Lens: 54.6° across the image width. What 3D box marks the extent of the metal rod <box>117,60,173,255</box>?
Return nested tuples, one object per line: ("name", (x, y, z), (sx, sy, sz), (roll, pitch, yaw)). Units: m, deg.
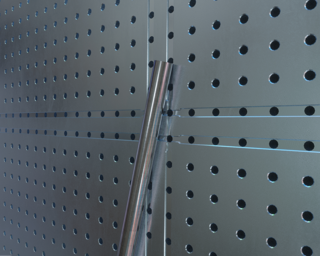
("metal rod", (-0.024, 0.058, 0.430), (0.025, 0.025, 0.298), (19, 102, 38))
